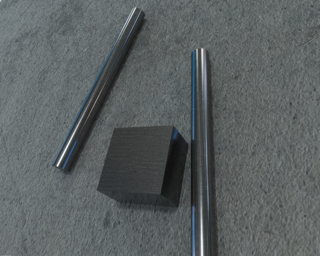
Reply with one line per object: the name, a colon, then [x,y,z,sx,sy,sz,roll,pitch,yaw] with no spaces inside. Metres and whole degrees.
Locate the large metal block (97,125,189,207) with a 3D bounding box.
large metal block: [-0.018,0.045,0.368,0.080,0.050,0.080,-3,61,26]

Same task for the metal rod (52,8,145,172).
metal rod: [-0.090,-0.073,0.493,0.025,0.025,0.300,9,66,31]

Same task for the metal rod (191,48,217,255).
metal rod: [0.049,0.026,0.361,0.025,0.025,0.299,-10,57,22]
